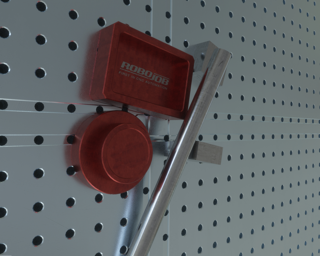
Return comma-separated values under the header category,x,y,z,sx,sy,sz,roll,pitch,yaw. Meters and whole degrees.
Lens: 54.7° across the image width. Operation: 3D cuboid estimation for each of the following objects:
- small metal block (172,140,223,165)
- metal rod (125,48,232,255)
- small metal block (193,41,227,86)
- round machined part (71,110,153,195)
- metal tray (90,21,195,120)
category,x,y,z,sx,sy,sz,roll,pitch,yaw
small metal block,0.052,0.034,0.436,0.050,0.050,0.025,15,81,-39
metal rod,0.025,0.035,0.400,0.025,0.025,0.299,29,81,-36
small metal block,0.076,-0.096,0.472,0.050,0.025,0.050,27,73,-37
round machined part,-0.047,0.028,0.358,0.099,0.042,0.097,0,90,-40
metal tray,-0.016,-0.066,0.391,0.131,0.030,0.090,13,82,-39
